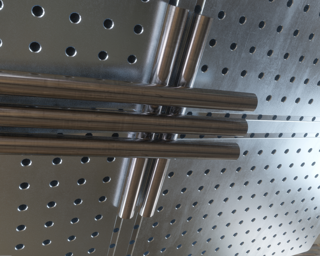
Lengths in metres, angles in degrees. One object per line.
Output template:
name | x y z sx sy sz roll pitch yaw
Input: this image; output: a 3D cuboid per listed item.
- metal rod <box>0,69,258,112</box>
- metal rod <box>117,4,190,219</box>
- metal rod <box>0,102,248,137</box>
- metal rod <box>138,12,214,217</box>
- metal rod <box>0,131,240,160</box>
metal rod | -0.022 -0.039 0.350 0.303 0.025 0.025 2 118 -21
metal rod | -0.016 -0.003 0.402 0.025 0.025 0.298 1 118 -29
metal rod | -0.029 -0.007 0.365 0.303 0.025 0.025 3 117 -21
metal rod | 0.014 0.000 0.421 0.025 0.025 0.298 1 118 -29
metal rod | -0.036 0.024 0.381 0.303 0.025 0.025 4 117 -21
